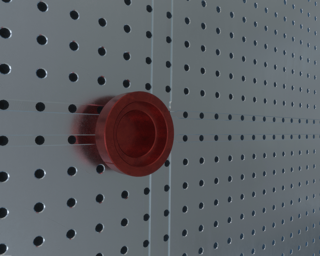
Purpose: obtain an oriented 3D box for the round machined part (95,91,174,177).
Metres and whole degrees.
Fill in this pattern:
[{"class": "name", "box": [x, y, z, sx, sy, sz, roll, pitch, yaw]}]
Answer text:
[{"class": "round machined part", "box": [-0.033, 0.007, 0.369, 0.099, 0.042, 0.097, 0, 90, -40]}]
